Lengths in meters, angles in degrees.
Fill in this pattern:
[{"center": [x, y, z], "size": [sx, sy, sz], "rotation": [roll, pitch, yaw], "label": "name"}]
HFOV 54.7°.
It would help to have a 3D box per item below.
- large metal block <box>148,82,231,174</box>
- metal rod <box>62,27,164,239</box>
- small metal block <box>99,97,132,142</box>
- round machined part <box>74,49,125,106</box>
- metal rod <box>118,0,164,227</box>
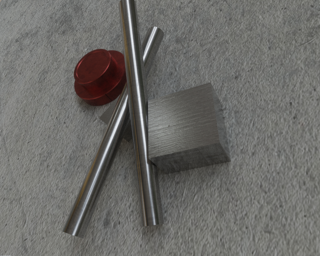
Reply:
[{"center": [0.033, 0.002, 0.368], "size": [0.080, 0.050, 0.080], "rotation": [-15, 56, 19], "label": "large metal block"}, {"center": [-0.052, -0.011, 0.404], "size": [0.025, 0.025, 0.300], "rotation": [6, 64, 30], "label": "metal rod"}, {"center": [-0.049, -0.016, 0.438], "size": [0.050, 0.025, 0.050], "rotation": [34, 81, 38], "label": "small metal block"}, {"center": [-0.097, -0.087, 0.496], "size": [0.098, 0.042, 0.098], "rotation": [-13, 56, 20], "label": "round machined part"}, {"center": [-0.027, -0.033, 0.389], "size": [0.025, 0.025, 0.299], "rotation": [-14, 71, 20], "label": "metal rod"}]
